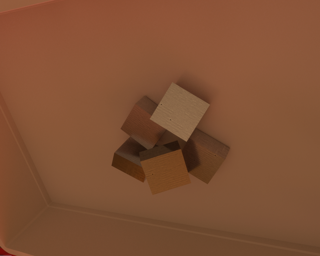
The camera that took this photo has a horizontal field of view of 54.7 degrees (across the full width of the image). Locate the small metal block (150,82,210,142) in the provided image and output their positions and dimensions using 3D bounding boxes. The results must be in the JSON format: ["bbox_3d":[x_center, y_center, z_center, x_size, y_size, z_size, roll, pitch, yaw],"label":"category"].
[{"bbox_3d":[0.024,-0.019,0.367,0.050,0.025,0.050,32,95,6],"label":"small metal block"}]

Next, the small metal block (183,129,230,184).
[{"bbox_3d":[0.054,0.037,0.399,0.050,0.025,0.050,31,128,8],"label":"small metal block"}]

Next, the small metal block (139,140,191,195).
[{"bbox_3d":[0.006,0.049,0.386,0.050,0.025,0.050,-18,113,0],"label":"small metal block"}]

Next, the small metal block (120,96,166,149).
[{"bbox_3d":[-0.017,-0.006,0.409,0.050,0.025,0.050,37,129,2],"label":"small metal block"}]

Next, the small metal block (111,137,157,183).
[{"bbox_3d":[-0.031,0.041,0.429,0.050,0.050,0.025,26,127,11],"label":"small metal block"}]
